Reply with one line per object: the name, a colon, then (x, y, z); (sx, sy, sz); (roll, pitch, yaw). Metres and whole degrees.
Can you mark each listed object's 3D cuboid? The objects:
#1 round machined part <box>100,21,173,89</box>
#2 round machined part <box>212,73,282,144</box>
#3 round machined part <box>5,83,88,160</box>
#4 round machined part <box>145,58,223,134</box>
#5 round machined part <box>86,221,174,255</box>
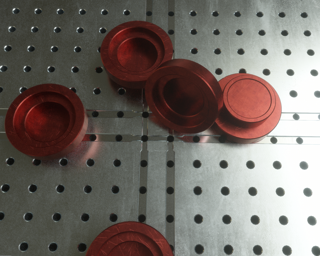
round machined part: (-0.031, -0.099, 0.439); (0.099, 0.042, 0.098); (0, 70, 0)
round machined part: (0.114, -0.032, 0.415); (0.099, 0.042, 0.098); (0, 70, 0)
round machined part: (-0.143, -0.005, 0.404); (0.099, 0.042, 0.098); (0, 70, 0)
round machined part: (0.033, -0.044, 0.395); (0.098, 0.097, 0.042); (28, 46, 10)
round machined part: (-0.032, 0.156, 0.346); (0.099, 0.042, 0.098); (0, 70, 0)
